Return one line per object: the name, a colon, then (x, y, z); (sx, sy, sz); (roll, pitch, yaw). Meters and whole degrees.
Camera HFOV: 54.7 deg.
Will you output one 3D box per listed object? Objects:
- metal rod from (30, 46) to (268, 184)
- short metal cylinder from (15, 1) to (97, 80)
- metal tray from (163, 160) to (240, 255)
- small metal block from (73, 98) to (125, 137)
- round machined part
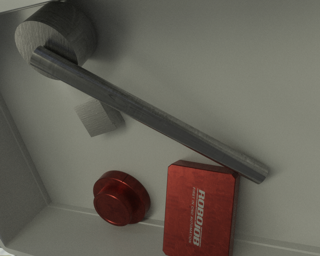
metal rod: (-0.008, -0.012, 0.365); (0.301, 0.025, 0.025); (28, 129, -5)
short metal cylinder: (-0.125, -0.105, 0.378); (0.080, 0.050, 0.080); (13, 139, 12)
metal tray: (0.054, 0.114, 0.415); (0.090, 0.030, 0.129); (7, 98, 24)
small metal block: (-0.086, -0.019, 0.441); (0.050, 0.025, 0.050); (-16, 110, 34)
round machined part: (-0.069, 0.121, 0.507); (0.098, 0.042, 0.097); (13, 124, 20)
